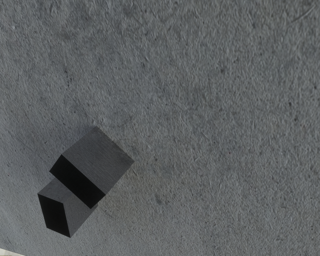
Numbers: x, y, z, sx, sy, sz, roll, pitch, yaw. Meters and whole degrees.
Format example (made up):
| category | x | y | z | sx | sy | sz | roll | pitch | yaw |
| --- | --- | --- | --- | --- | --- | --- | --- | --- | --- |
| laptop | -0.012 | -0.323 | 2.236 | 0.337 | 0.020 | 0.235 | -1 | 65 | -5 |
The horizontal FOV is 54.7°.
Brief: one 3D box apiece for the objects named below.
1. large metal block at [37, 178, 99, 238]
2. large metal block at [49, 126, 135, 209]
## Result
| category | x | y | z | sx | sy | sz | roll | pitch | yaw |
| --- | --- | --- | --- | --- | --- | --- | --- | --- | --- |
| large metal block | -0.153 | 0.123 | 0.528 | 0.050 | 0.080 | 0.079 | 14 | 124 | 20 |
| large metal block | -0.098 | 0.056 | 0.458 | 0.080 | 0.080 | 0.050 | 43 | 129 | -2 |
